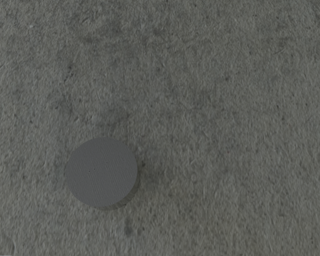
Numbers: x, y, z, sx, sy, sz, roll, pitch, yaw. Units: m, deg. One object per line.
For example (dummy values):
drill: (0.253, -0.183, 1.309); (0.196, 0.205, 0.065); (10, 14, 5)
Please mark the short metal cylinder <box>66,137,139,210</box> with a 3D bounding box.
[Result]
short metal cylinder: (-0.066, 0.057, 0.373); (0.081, 0.050, 0.080); (0, 70, 0)
